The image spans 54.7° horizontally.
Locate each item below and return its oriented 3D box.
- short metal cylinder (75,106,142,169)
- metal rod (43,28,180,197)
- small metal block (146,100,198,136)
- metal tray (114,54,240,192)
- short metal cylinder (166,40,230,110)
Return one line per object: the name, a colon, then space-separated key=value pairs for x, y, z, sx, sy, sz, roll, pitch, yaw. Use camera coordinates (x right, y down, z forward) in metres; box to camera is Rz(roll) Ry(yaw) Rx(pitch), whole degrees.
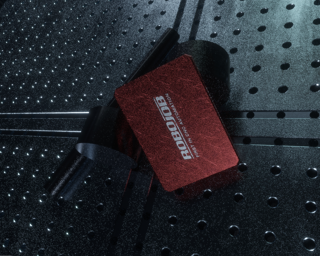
short metal cylinder: x=-0.060 y=0.014 z=0.396 sx=0.080 sy=0.080 sz=0.050 roll=2 pitch=63 yaw=29
metal rod: x=-0.066 y=-0.030 z=0.461 sx=0.025 sy=0.025 sz=0.300 roll=28 pitch=77 yaw=37
small metal block: x=0.017 y=-0.015 z=0.393 sx=0.050 sy=0.050 sz=0.025 roll=-9 pitch=58 yaw=23
metal tray: x=0.020 y=-0.004 z=0.342 sx=0.090 sy=0.130 sz=0.030 roll=-25 pitch=10 yaw=13
short metal cylinder: x=0.046 y=-0.063 z=0.387 sx=0.080 sy=0.080 sz=0.050 roll=-7 pitch=59 yaw=24
